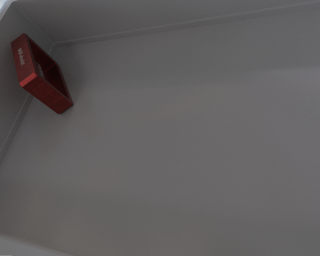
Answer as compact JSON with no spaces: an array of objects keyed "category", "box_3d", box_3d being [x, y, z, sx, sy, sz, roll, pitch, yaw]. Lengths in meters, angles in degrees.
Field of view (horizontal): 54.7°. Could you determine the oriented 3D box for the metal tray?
[{"category":"metal tray","box_3d":[-0.201,-0.093,0.526,0.030,0.090,0.130,-35,51,5]}]
